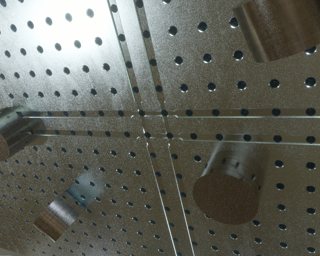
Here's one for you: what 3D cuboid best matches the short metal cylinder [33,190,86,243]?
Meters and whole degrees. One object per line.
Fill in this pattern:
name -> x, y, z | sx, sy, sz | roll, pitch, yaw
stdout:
short metal cylinder -> -0.184, 0.162, 0.570 | 0.050, 0.080, 0.080 | 42, 129, -1

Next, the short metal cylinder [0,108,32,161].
short metal cylinder -> -0.276, 0.011, 0.544 | 0.080, 0.050, 0.079 | 13, 124, 20

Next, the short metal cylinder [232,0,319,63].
short metal cylinder -> 0.108, -0.096, 0.259 | 0.080, 0.080, 0.050 | -18, 109, 35

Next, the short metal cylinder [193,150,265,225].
short metal cylinder -> 0.088, 0.075, 0.394 | 0.080, 0.050, 0.079 | 13, 124, 20
